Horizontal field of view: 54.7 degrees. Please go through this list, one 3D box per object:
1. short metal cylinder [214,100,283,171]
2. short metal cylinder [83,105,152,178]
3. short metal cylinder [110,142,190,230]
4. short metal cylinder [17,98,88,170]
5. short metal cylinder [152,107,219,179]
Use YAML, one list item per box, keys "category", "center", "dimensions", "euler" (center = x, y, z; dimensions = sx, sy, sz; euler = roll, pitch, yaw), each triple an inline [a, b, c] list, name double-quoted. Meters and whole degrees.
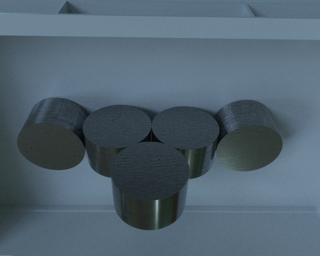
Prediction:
- category: "short metal cylinder"
  center: [0.110, 0.011, 0.401]
  dimensions: [0.081, 0.050, 0.079]
  euler: [0, 130, 0]
- category: "short metal cylinder"
  center: [-0.051, 0.015, 0.383]
  dimensions: [0.081, 0.080, 0.050]
  euler: [1, 130, -1]
- category: "short metal cylinder"
  center: [-0.011, 0.060, 0.331]
  dimensions: [0.081, 0.080, 0.050]
  euler: [1, 130, -1]
- category: "short metal cylinder"
  center: [-0.132, 0.009, 0.396]
  dimensions: [0.081, 0.050, 0.079]
  euler: [0, 130, 0]
- category: "short metal cylinder"
  center: [0.030, 0.017, 0.385]
  dimensions: [0.081, 0.080, 0.050]
  euler: [1, 130, -1]
